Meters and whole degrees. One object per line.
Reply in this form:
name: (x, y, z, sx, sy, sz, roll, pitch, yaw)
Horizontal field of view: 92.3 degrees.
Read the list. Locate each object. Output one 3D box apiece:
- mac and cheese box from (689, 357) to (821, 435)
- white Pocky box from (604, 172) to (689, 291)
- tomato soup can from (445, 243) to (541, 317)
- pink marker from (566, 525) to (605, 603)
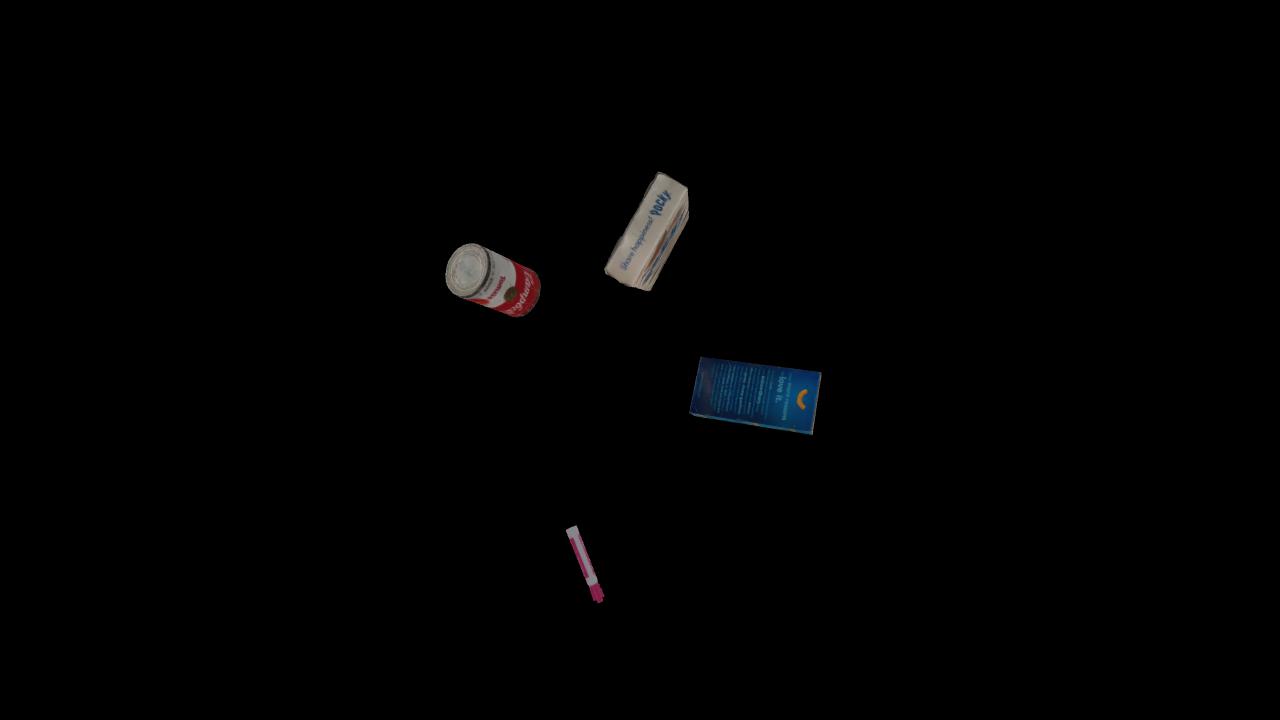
mac and cheese box: (0.174, 0.053, 0.934, 0.184, 0.093, 0.041, 8, -13, 21)
white Pocky box: (0.011, -0.100, 0.513, 0.028, 0.084, 0.154, 30, 7, 2)
tomato soup can: (-0.179, -0.097, 0.757, 0.068, 0.068, 0.101, 0, -10, 28)
pink marker: (-0.084, 0.317, 0.954, 0.020, 0.121, 0.020, -23, -12, -5)
